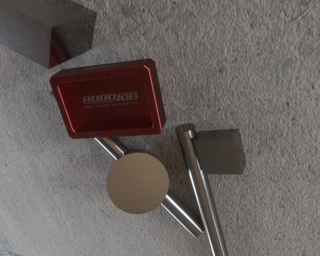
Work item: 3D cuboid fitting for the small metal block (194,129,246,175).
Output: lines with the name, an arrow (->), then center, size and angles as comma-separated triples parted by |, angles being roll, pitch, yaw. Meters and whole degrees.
small metal block -> 0.076, 0.030, 0.385 | 0.050, 0.025, 0.050 | -4, 117, 29

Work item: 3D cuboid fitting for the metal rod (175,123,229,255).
metal rod -> 0.072, 0.130, 0.448 | 0.025, 0.025, 0.298 | -4, 117, 29

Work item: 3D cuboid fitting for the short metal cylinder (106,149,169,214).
short metal cylinder -> -0.030, 0.071, 0.423 | 0.081, 0.050, 0.079 | 0, 91, -5

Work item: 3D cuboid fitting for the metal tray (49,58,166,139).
metal tray -> -0.065, -0.034, 0.396 | 0.130, 0.030, 0.089 | -4, 117, 15

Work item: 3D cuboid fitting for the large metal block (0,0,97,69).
large metal block -> -0.135, -0.121, 0.366 | 0.080, 0.080, 0.050 | 28, 128, 10

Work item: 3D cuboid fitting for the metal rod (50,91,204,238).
metal rod -> -0.045, 0.050, 0.459 | 0.300, 0.025, 0.025 | 45, 129, -4
